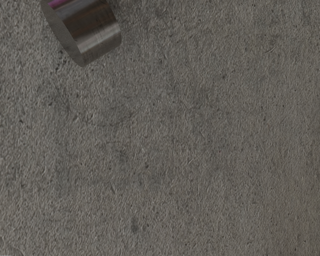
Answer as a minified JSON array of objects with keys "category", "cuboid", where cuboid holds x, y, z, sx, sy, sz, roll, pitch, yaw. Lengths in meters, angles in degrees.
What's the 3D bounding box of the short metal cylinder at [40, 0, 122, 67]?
[{"category":"short metal cylinder","cuboid":[-0.088,-0.116,0.347,0.050,0.080,0.080,-36,102,-16]}]
